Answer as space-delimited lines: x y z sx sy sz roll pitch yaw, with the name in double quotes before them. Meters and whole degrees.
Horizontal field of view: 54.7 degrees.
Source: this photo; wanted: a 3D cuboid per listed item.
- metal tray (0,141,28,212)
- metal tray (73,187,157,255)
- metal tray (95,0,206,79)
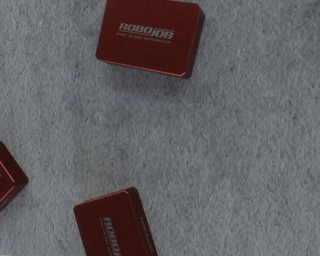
"metal tray" -0.285 0.095 0.504 0.130 0.030 0.090 -44 77 14
"metal tray" -0.058 0.156 0.426 0.090 0.030 0.129 -20 84 18
"metal tray" -0.015 -0.122 0.411 0.130 0.030 0.089 15 95 19
